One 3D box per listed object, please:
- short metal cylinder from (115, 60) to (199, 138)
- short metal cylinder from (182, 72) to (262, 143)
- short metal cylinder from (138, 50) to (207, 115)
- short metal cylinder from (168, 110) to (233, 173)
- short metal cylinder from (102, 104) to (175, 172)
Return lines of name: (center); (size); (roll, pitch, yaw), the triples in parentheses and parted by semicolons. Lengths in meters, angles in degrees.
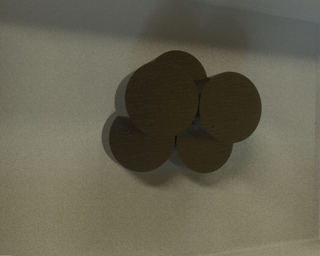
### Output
short metal cylinder: (-0.005, -0.030, 0.340); (0.081, 0.050, 0.080); (0, 90, -20)
short metal cylinder: (0.071, -0.023, 0.367); (0.081, 0.050, 0.080); (0, 90, -20)
short metal cylinder: (0.014, -0.055, 0.401); (0.081, 0.050, 0.080); (0, 90, -20)
short metal cylinder: (0.049, 0.017, 0.413); (0.081, 0.050, 0.080); (0, 90, -20)
short metal cylinder: (-0.028, 0.012, 0.385); (0.081, 0.050, 0.080); (0, 90, -20)
